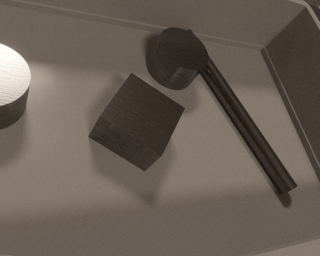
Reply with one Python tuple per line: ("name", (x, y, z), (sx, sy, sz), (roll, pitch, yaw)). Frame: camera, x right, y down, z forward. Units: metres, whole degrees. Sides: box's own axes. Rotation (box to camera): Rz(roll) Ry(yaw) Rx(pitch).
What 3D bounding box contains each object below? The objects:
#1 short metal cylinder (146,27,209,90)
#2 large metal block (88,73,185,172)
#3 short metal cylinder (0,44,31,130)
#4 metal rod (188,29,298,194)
("short metal cylinder", (0.026, -0.104, 0.469), (0.081, 0.050, 0.080), (14, 56, -21))
("large metal block", (-0.027, -0.007, 0.381), (0.080, 0.050, 0.080), (33, 51, -7))
("short metal cylinder", (-0.179, -0.043, 0.319), (0.081, 0.050, 0.080), (14, 56, -21))
("metal rod", (0.117, -0.034, 0.491), (0.025, 0.025, 0.299), (-20, 73, -36))
